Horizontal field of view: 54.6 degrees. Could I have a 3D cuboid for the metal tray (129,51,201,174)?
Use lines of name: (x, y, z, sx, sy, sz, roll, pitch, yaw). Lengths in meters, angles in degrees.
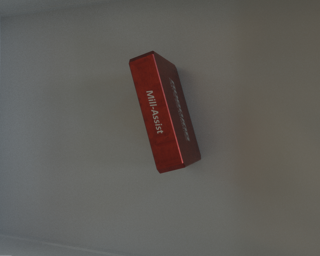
metal tray: (0.009, -0.017, 0.370, 0.030, 0.090, 0.129, -17, 85, 18)
